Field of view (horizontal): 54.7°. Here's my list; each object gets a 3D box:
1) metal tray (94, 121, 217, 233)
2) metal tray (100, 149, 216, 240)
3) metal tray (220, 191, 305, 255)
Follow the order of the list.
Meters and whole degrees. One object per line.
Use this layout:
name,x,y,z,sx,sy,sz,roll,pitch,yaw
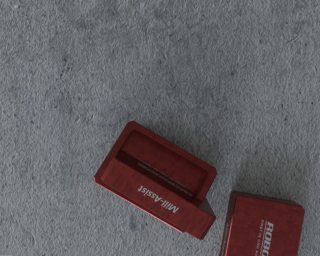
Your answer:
metal tray,-0.005,0.061,0.395,0.130,0.030,0.090,30,76,0
metal tray,-0.001,0.075,0.376,0.130,0.090,0.030,31,92,0
metal tray,0.130,0.156,0.408,0.091,0.030,0.129,10,90,0
